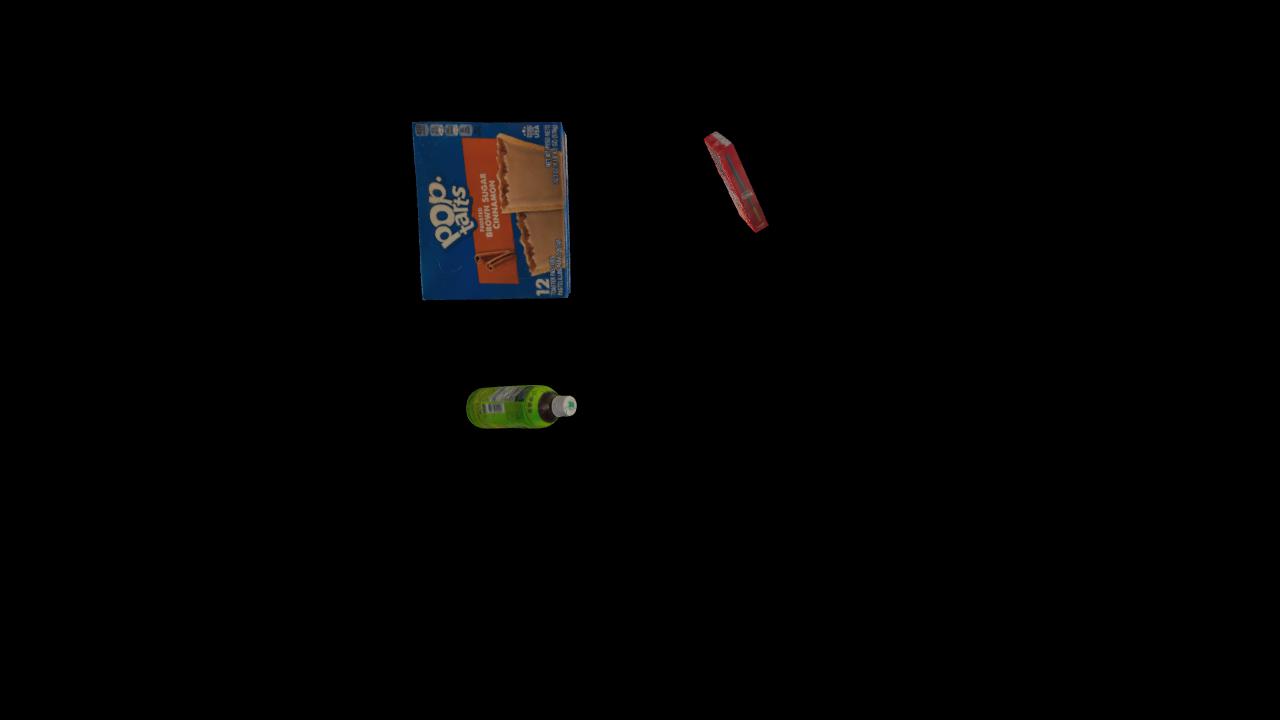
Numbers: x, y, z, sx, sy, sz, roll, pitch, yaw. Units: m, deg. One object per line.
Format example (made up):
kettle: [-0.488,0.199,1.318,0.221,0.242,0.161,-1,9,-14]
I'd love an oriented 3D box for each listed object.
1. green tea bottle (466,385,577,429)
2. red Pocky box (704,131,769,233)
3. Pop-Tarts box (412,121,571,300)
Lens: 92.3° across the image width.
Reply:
green tea bottle: [-0.187,0.075,0.979,0.212,0.073,0.073,-4,-2,39]
red Pocky box: [0.155,-0.284,0.984,0.028,0.155,0.083,-30,34,6]
Pop-Tarts box: [-0.143,-0.146,0.618,0.141,0.167,0.083,-1,8,-3]
